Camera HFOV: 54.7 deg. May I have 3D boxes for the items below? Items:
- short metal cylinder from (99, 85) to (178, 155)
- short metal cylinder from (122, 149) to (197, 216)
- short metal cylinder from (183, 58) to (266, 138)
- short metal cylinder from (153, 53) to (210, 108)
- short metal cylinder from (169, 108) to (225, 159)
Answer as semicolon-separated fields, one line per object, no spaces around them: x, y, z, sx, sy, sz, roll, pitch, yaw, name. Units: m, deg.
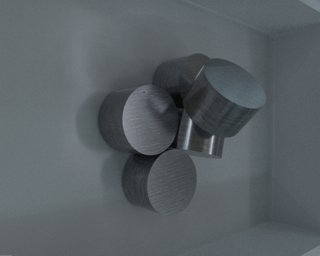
-0.025;-0.009;0.369;0.081;0.050;0.079;0;90;-40;short metal cylinder
0.000;0.065;0.390;0.081;0.050;0.079;0;90;-40;short metal cylinder
0.074;-0.036;0.361;0.081;0.050;0.080;17;44;-17;short metal cylinder
0.038;-0.057;0.422;0.081;0.050;0.079;0;90;-40;short metal cylinder
0.045;0.009;0.409;0.081;0.080;0.050;17;79;-39;short metal cylinder
